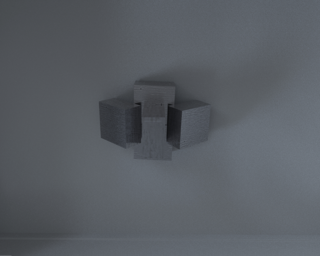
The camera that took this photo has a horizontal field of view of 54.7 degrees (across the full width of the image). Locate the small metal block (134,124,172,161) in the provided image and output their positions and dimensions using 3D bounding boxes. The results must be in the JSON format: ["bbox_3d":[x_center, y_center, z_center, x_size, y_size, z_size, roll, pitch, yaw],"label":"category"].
[{"bbox_3d":[-0.009,0.015,0.414,0.050,0.025,0.050,2,110,-1],"label":"small metal block"}]

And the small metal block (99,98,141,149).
[{"bbox_3d":[-0.051,-0.007,0.392,0.050,0.025,0.050,19,117,39],"label":"small metal block"}]

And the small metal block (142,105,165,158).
[{"bbox_3d":[-0.007,0.003,0.370,0.025,0.050,0.050,0,110,-1],"label":"small metal block"}]

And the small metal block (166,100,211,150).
[{"bbox_3d":[0.036,-0.005,0.395,0.050,0.025,0.050,-15,116,-37],"label":"small metal block"}]

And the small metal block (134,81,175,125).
[{"bbox_3d":[-0.008,-0.032,0.396,0.050,0.025,0.050,2,110,-2],"label":"small metal block"}]
